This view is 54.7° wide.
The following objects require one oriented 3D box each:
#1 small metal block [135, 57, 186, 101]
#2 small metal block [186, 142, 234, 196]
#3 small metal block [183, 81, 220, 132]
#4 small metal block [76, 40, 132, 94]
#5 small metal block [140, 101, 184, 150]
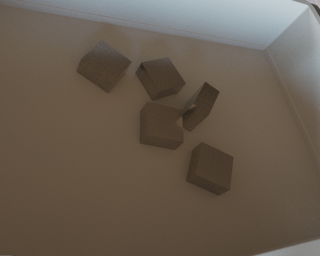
[{"bbox_3d":[0.001,-0.072,0.450,0.050,0.025,0.050,-21,73,-36],"label":"small metal block"},{"bbox_3d":[0.067,0.054,0.408,0.050,0.025,0.050,26,53,-12],"label":"small metal block"},{"bbox_3d":[0.053,-0.029,0.436,0.025,0.050,0.050,35,51,-5],"label":"small metal block"},{"bbox_3d":[-0.074,-0.082,0.416,0.050,0.025,0.050,35,51,-5],"label":"small metal block"},{"bbox_3d":[0.002,-0.002,0.408,0.050,0.025,0.050,12,57,-22],"label":"small metal block"}]
